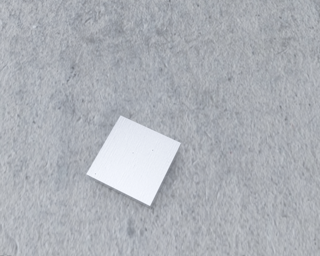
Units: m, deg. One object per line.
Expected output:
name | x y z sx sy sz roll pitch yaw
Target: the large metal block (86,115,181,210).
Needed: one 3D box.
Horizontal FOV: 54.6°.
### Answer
large metal block | -0.029 0.043 0.379 0.080 0.050 0.080 25 72 8
